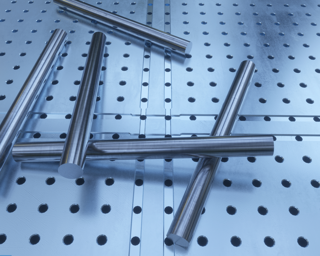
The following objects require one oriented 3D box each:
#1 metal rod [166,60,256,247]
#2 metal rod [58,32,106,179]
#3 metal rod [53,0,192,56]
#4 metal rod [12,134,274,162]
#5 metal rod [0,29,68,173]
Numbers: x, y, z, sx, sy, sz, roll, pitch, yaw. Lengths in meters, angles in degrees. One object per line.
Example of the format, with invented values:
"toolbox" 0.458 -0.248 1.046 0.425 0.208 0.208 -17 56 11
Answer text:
"metal rod" 0.078 0.008 0.401 0.025 0.025 0.301 19 52 15
"metal rod" -0.098 -0.056 0.426 0.025 0.025 0.300 -2 42 -2
"metal rod" -0.078 -0.195 0.570 0.301 0.025 0.025 26 55 20
"metal rod" -0.024 0.025 0.365 0.302 0.025 0.025 -2 50 6
"metal rod" -0.186 -0.052 0.442 0.025 0.025 0.300 4 48 3
